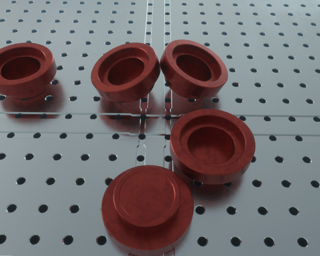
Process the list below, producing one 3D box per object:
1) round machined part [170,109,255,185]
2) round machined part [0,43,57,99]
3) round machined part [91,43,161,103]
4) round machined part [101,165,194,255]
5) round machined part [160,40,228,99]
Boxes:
[{"bbox_3d":[0.061,0.026,0.376,0.099,0.042,0.098,0,50,0],"label":"round machined part"},{"bbox_3d":[-0.204,-0.081,0.462,0.099,0.042,0.098,0,50,0],"label":"round machined part"},{"bbox_3d":[-0.046,-0.075,0.447,0.098,0.042,0.098,-10,52,13],"label":"round machined part"},{"bbox_3d":[-0.013,0.080,0.329,0.099,0.042,0.098,0,50,0],"label":"round machined part"},{"bbox_3d":[0.046,-0.080,0.452,0.099,0.042,0.098,14,49,-16],"label":"round machined part"}]
